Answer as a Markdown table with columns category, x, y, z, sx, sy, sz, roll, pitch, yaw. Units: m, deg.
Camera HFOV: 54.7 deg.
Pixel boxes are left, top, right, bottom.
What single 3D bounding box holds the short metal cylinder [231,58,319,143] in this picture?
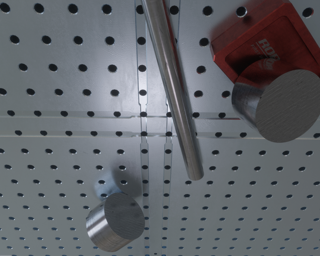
| category | x | y | z | sx | sy | sz | roll | pitch | yaw |
| --- | --- | --- | --- | --- | --- | --- | --- | --- | --- |
| short metal cylinder | 0.126 | -0.031 | 0.336 | 0.081 | 0.050 | 0.079 | -7 | 116 | -14 |

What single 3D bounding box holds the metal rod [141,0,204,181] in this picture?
| category | x | y | z | sx | sy | sz | roll | pitch | yaw |
| --- | --- | --- | --- | --- | --- | --- | --- | --- | --- |
| metal rod | 0.020 | -0.040 | 0.377 | 0.025 | 0.025 | 0.299 | -10 | 130 | 8 |

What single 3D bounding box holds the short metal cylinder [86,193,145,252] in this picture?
| category | x | y | z | sx | sy | sz | roll | pitch | yaw |
| --- | --- | --- | --- | --- | --- | --- | --- | --- | --- |
| short metal cylinder | -0.072 | 0.153 | 0.505 | 0.080 | 0.080 | 0.050 | 34 | 122 | -25 |

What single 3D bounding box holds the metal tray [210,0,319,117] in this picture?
| category | x | y | z | sx | sy | sz | roll | pitch | yaw |
| --- | --- | --- | --- | --- | --- | --- | --- | --- | --- |
| metal tray | 0.131 | -0.070 | 0.349 | 0.090 | 0.030 | 0.130 | -35 | 122 | 26 |
